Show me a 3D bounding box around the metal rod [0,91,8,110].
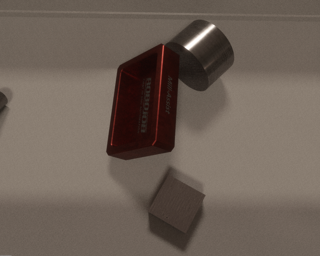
[{"bbox_3d":[-0.258,0.052,0.314,0.025,0.025,0.301,16,42,5],"label":"metal rod"}]

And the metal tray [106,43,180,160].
[{"bbox_3d":[-0.021,-0.030,0.388,0.030,0.090,0.130,23,63,-41],"label":"metal tray"}]

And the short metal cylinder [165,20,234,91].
[{"bbox_3d":[0.051,-0.096,0.416,0.080,0.080,0.050,43,75,13],"label":"short metal cylinder"}]

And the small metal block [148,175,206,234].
[{"bbox_3d":[0.020,0.093,0.376,0.050,0.025,0.050,28,72,9],"label":"small metal block"}]
